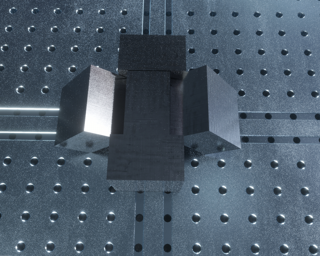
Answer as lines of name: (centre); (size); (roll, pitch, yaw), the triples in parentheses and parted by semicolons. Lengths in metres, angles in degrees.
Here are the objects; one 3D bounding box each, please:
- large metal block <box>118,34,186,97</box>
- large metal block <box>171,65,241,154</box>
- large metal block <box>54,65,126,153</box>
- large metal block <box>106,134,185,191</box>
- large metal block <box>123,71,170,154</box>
large metal block: (-0.009, -0.078, 0.410); (0.081, 0.080, 0.050); (1, 70, 0)
large metal block: (0.057, -0.018, 0.381); (0.050, 0.080, 0.080); (-14, 65, 35)
large metal block: (-0.085, -0.019, 0.382); (0.050, 0.080, 0.080); (16, 66, -37)
large metal block: (-0.015, 0.044, 0.365); (0.081, 0.080, 0.050); (1, 70, 0)
large metal block: (-0.014, -0.016, 0.387); (0.050, 0.080, 0.080); (1, 70, 0)
